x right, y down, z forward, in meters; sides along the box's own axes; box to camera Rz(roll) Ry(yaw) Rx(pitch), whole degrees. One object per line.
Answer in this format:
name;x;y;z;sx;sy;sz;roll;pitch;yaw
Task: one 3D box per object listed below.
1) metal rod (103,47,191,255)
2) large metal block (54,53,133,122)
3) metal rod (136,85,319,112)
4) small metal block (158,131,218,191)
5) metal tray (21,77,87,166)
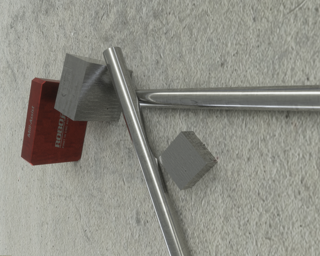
metal rod;-0.016;0.038;0.394;0.025;0.025;0.299;-24;82;37
large metal block;-0.095;-0.056;0.445;0.050;0.081;0.079;27;107;36
metal rod;0.076;-0.033;0.340;0.300;0.025;0.025;4;93;39
small metal block;0.033;0.039;0.376;0.050;0.025;0.050;-51;60;27
metal tray;-0.162;-0.009;0.493;0.030;0.091;0.129;20;103;38
